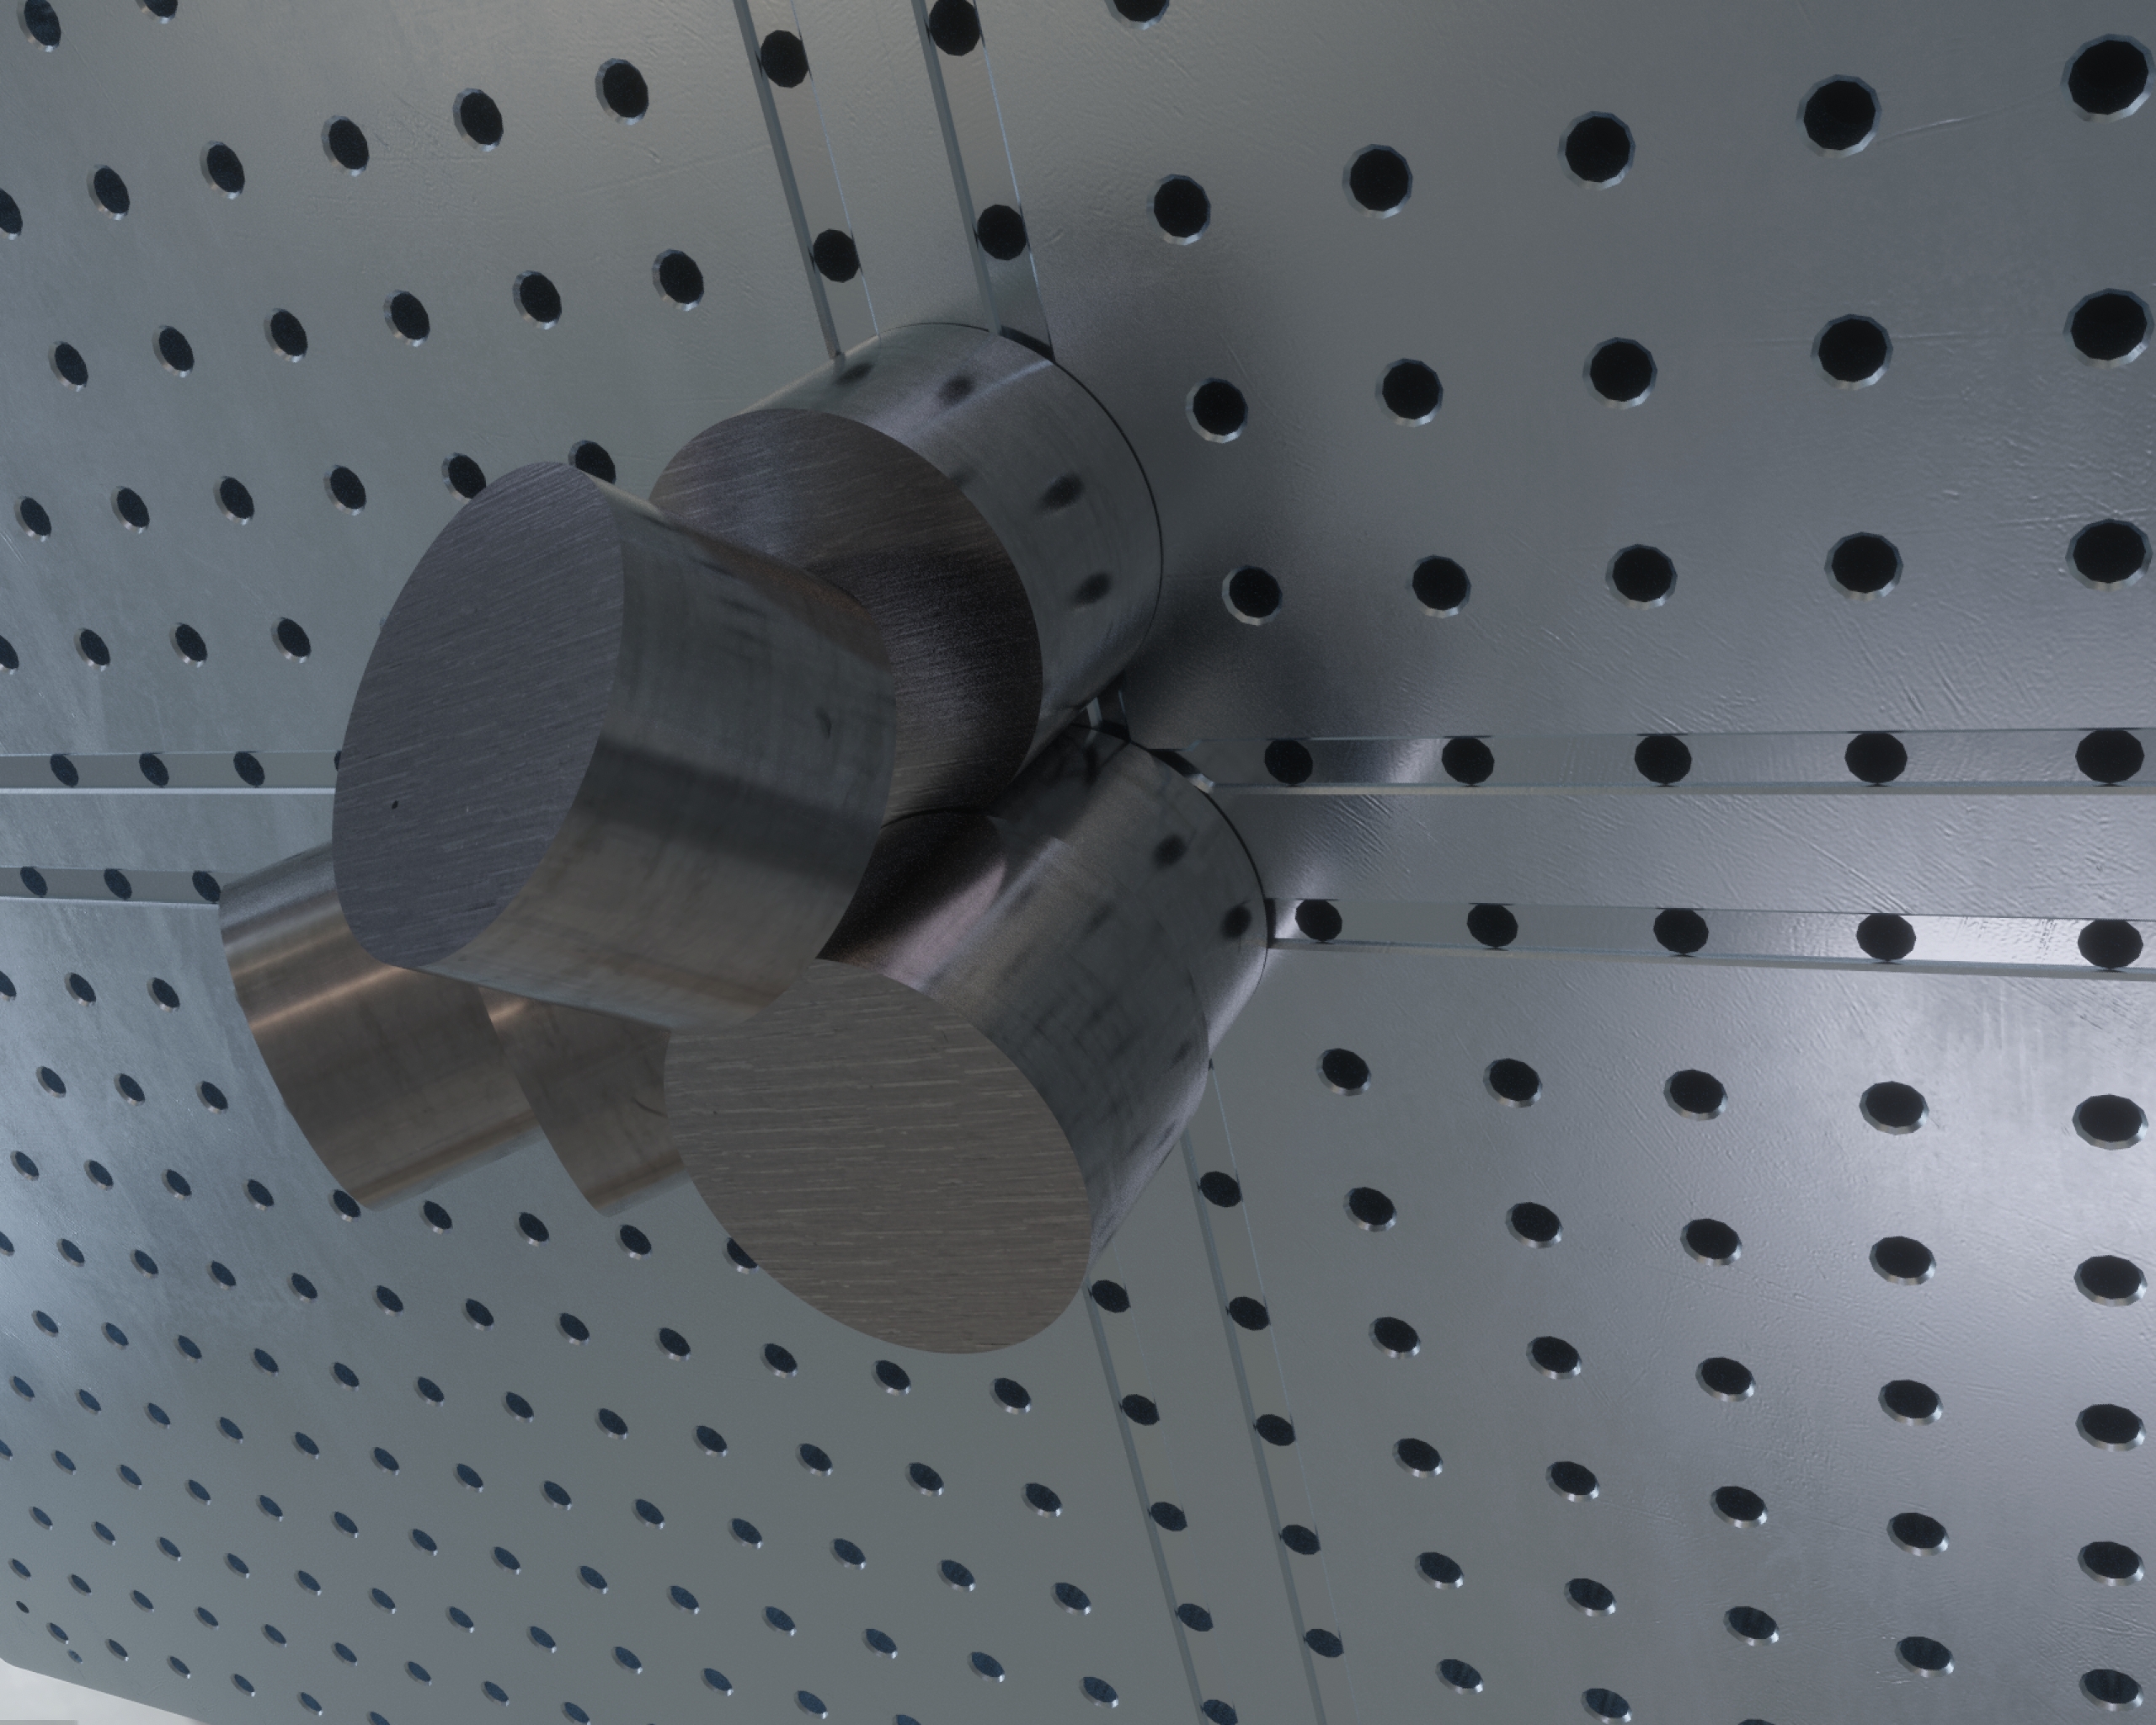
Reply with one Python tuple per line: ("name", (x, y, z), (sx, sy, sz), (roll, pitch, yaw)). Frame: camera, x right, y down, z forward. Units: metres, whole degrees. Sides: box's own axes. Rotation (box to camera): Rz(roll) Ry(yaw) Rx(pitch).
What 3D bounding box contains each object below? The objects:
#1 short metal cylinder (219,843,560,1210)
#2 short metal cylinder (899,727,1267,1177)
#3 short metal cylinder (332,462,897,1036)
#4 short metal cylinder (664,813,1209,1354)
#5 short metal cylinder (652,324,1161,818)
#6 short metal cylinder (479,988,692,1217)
("short metal cylinder", (-0.147, 0.030, 0.463), (0.050, 0.080, 0.080), (-24, 111, -8))
("short metal cylinder", (-0.009, 0.019, 0.411), (0.080, 0.050, 0.079), (13, 124, 21))
("short metal cylinder", (-0.074, -0.017, 0.331), (0.080, 0.080, 0.050), (-26, 147, 37))
("short metal cylinder", (-0.024, 0.038, 0.364), (0.080, 0.050, 0.079), (13, 124, 21))
("short metal cylinder", (-0.032, -0.052, 0.379), (0.080, 0.050, 0.079), (13, 124, 21))
("short metal cylinder", (-0.088, 0.026, 0.429), (0.050, 0.080, 0.080), (-24, 111, -7))
